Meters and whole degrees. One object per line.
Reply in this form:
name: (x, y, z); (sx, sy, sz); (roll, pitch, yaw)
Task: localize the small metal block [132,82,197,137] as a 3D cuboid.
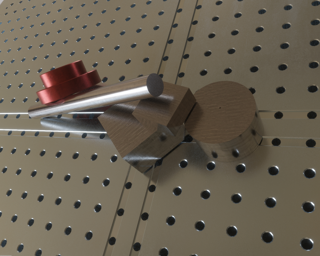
small metal block: (0.005, -0.024, 0.352); (0.050, 0.025, 0.050); (20, 72, 35)

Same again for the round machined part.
round machined part: (-0.146, -0.075, 0.483); (0.098, 0.042, 0.098); (-19, 15, 6)

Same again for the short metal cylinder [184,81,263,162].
short metal cylinder: (0.074, -0.007, 0.357); (0.080, 0.050, 0.080); (-13, 56, 20)

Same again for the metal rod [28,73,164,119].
metal rod: (-0.111, -0.036, 0.431); (0.300, 0.025, 0.025); (-5, 58, 45)

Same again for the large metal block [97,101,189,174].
large metal block: (-0.021, -0.003, 0.401); (0.080, 0.050, 0.080); (-39, 51, 1)
